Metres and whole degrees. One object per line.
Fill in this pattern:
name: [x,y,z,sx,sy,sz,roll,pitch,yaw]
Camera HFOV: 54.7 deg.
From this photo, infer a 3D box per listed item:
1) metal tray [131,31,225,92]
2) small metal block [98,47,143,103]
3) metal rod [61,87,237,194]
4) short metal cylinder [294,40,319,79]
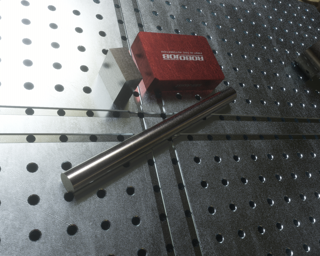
metal tray: [0.030,-0.104,0.486,0.131,0.030,0.090,-7,65,-31]
small metal block: [-0.053,-0.069,0.407,0.025,0.050,0.050,-17,71,-35]
metal rod: [0.009,0.001,0.413,0.302,0.025,0.025,-28,78,-38]
short metal cylinder: [0.330,-0.146,0.644,0.081,0.080,0.050,-28,78,-38]
